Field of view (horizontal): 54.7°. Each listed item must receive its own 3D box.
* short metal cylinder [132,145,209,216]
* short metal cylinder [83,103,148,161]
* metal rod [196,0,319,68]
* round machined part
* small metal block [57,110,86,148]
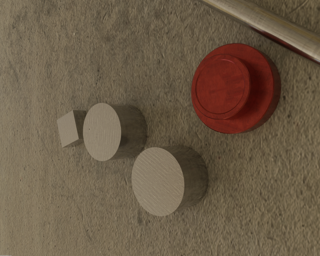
[{"bbox_3d":[0.012,0.062,0.379,0.080,0.050,0.079,0,90,40],"label":"short metal cylinder"},{"bbox_3d":[-0.065,0.005,0.442,0.080,0.050,0.079,0,90,40],"label":"short metal cylinder"},{"bbox_3d":[0.072,-0.141,0.345,0.300,0.025,0.025,43,116,31],"label":"metal rod"},{"bbox_3d":[0.074,-0.042,0.333,0.098,0.042,0.097,0,90,40],"label":"round machined part"},{"bbox_3d":[-0.147,0.002,0.526,0.050,0.025,0.050,-24,75,37],"label":"small metal block"}]
